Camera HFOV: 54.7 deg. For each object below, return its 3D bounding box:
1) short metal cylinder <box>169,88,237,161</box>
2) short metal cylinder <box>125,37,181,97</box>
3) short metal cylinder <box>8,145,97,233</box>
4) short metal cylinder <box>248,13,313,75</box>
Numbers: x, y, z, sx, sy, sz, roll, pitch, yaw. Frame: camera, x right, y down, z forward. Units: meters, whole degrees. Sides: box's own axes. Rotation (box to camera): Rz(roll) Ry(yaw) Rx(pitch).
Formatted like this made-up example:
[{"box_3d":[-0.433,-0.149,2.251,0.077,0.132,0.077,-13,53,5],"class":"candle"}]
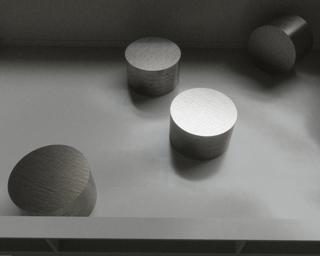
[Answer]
[{"box_3d":[0.053,-0.005,0.394,0.081,0.050,0.080,0,50,0],"class":"short metal cylinder"},{"box_3d":[-0.010,-0.093,0.467,0.081,0.050,0.080,0,50,0],"class":"short metal cylinder"},{"box_3d":[-0.112,0.065,0.333,0.081,0.050,0.080,0,50,0],"class":"short metal cylinder"},{"box_3d":[0.186,-0.130,0.481,0.050,0.080,0.080,-36,59,-27],"class":"short metal cylinder"}]
